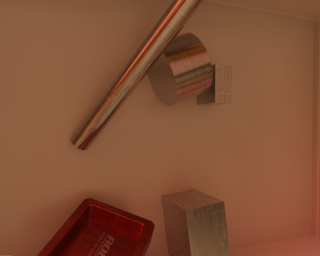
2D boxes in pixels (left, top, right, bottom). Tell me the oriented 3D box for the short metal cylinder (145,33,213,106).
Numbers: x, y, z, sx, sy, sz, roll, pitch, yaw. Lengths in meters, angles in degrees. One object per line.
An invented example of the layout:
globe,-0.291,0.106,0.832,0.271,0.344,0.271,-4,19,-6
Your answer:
short metal cylinder,0.022,-0.074,0.390,0.050,0.080,0.080,-23,98,-19

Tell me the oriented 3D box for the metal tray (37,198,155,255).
metal tray,-0.069,0.135,0.318,0.090,0.130,0.030,18,119,10

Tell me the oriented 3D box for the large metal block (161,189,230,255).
large metal block,0.044,0.130,0.399,0.050,0.080,0.079,-8,93,-20

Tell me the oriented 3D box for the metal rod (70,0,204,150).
metal rod,-0.005,-0.092,0.339,0.025,0.025,0.299,35,105,-17

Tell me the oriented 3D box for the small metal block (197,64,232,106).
small metal block,0.074,-0.058,0.426,0.025,0.050,0.050,0,90,-20
